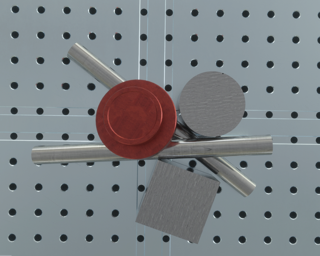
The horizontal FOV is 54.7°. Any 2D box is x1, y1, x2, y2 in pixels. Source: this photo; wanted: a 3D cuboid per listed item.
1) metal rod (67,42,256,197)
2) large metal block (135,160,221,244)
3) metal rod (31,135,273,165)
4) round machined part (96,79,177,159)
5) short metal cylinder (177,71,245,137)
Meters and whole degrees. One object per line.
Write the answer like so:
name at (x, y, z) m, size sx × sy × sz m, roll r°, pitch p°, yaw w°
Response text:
metal rod at (0.003, -0.011, 0.414) m, size 0.300 × 0.025 × 0.025 m, roll 38°, pitch 90°, yaw -1°
large metal block at (0.022, 0.089, 0.399) m, size 0.080 × 0.050 × 0.080 m, roll 20°, pitch 90°, yaw -1°
metal rod at (-0.015, 0.028, 0.395) m, size 0.302 × 0.025 × 0.025 m, roll -3°, pitch 90°, yaw 7°
round machined part at (-0.029, -0.011, 0.371) m, size 0.099 × 0.042 × 0.097 m, roll -1°, pitch 81°, yaw 5°
short metal cylinder at (0.064, -0.029, 0.401) m, size 0.081 × 0.050 × 0.079 m, roll 0°, pitch 90°, yaw -1°
